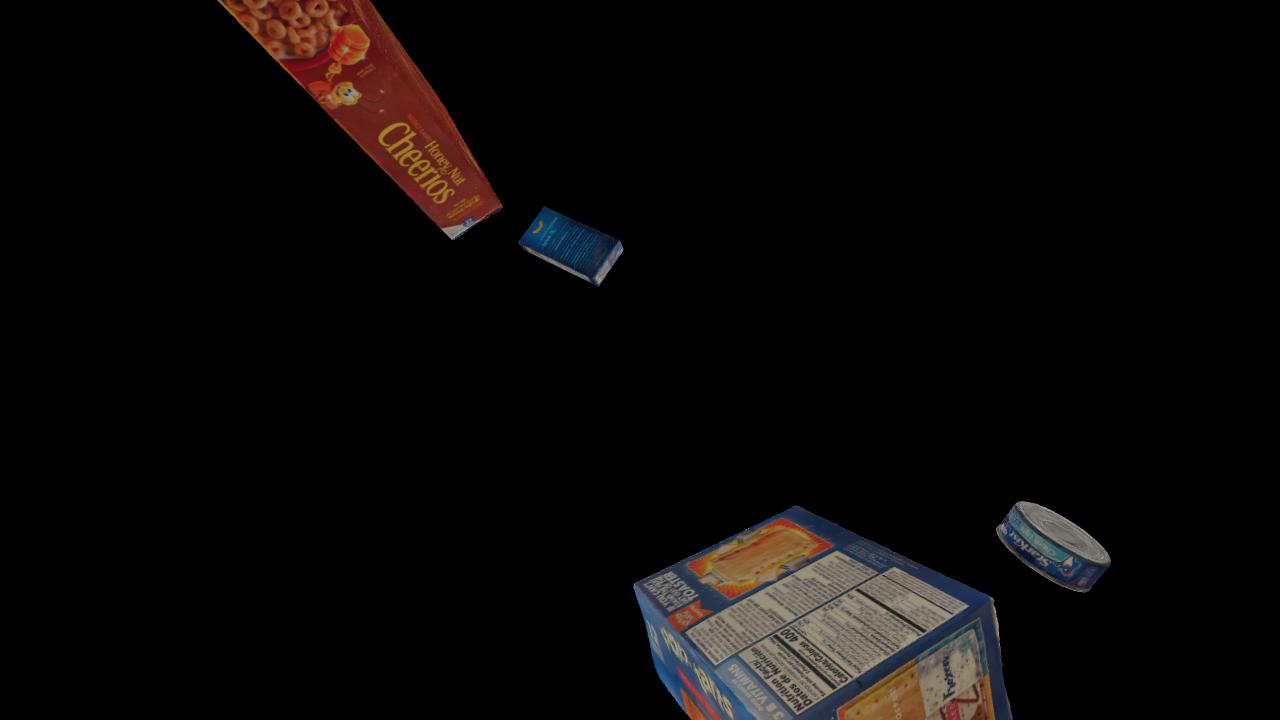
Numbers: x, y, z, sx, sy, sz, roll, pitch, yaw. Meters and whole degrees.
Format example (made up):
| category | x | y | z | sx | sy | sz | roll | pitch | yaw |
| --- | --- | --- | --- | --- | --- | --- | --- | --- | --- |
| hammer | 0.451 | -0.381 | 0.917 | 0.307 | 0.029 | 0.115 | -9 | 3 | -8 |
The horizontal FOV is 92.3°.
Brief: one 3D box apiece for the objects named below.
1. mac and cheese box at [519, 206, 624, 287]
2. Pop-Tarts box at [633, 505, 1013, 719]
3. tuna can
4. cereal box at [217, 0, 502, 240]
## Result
| category | x | y | z | sx | sy | sz | roll | pitch | yaw |
| --- | --- | --- | --- | --- | --- | --- | --- | --- | --- |
| mac and cheese box | -0.133 | -0.219 | 1.180 | 0.184 | 0.093 | 0.041 | 28 | -10 | 21 |
| Pop-Tarts box | 0.097 | 0.172 | 0.370 | 0.141 | 0.083 | 0.167 | -19 | 10 | -20 |
| tuna can | 0.375 | 0.167 | 0.559 | 0.084 | 0.034 | 0.084 | 20 | 22 | -8 |
| cereal box | -0.262 | -0.276 | 0.582 | 0.081 | 0.203 | 0.306 | -32 | -26 | 1 |
